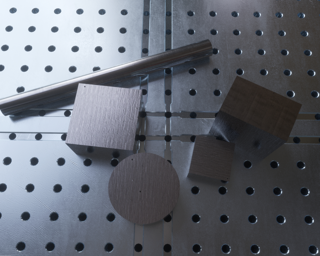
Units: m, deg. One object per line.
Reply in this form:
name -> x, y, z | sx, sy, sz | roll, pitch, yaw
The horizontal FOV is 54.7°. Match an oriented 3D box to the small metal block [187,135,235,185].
small metal block -> 0.065, 0.041, 0.397 | 0.050, 0.025, 0.050 | 12, 70, 4

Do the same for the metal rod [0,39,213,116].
metal rod -> -0.070, -0.073, 0.437 | 0.302, 0.025, 0.025 | -18, 71, -7

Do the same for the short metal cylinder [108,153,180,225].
short metal cylinder -> -0.018, 0.074, 0.371 | 0.081, 0.050, 0.080 | 0, 70, -1

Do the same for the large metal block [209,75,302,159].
large metal block -> 0.114, -0.010, 0.388 | 0.080, 0.080, 0.050 | 26, 72, 9

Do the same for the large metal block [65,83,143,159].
large metal block -> -0.067, -0.007, 0.400 | 0.080, 0.050, 0.080 | 6, 70, 2
